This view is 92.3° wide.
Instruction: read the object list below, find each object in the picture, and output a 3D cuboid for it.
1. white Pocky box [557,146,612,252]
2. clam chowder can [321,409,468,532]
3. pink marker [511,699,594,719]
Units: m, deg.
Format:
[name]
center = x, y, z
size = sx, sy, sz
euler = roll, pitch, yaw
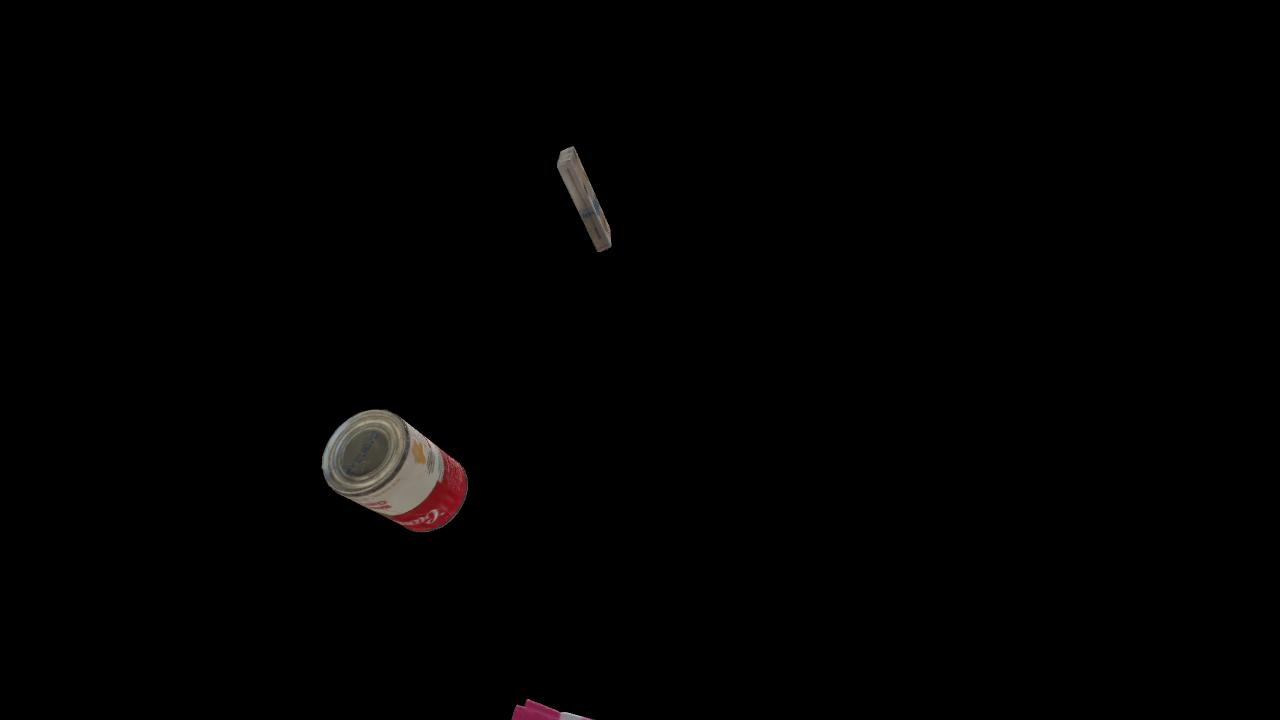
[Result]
[white Pocky box]
center = -0.088, -0.258, 0.990
size = 0.028, 0.154, 0.084
euler = -20, 32, 9
[clam chowder can]
center = -0.186, 0.088, 0.478
size = 0.068, 0.068, 0.102
euler = 0, -30, 12
[pink marker]
center = -0.023, 0.242, 0.391
size = 0.121, 0.020, 0.020
euler = 19, -1, -4
